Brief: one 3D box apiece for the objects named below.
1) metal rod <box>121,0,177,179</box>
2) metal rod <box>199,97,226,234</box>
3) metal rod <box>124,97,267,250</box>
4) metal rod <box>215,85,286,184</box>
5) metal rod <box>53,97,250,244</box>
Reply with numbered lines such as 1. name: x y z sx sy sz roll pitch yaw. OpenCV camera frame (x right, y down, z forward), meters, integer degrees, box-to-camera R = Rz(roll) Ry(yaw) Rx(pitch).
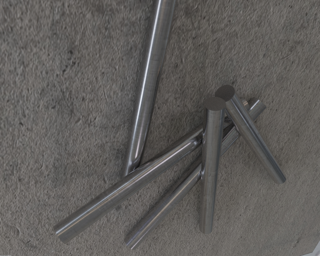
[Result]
1. metal rod: -0.014 -0.050 0.367 0.025 0.025 0.298 -2 119 -28
2. metal rod: 0.074 0.077 0.461 0.025 0.025 0.298 -22 137 -15
3. metal rod: 0.051 0.073 0.479 0.299 0.025 0.025 -48 129 6
4. metal rod: 0.152 0.027 0.480 0.025 0.025 0.300 -45 137 3
5. metal rod: 0.002 0.046 0.408 0.302 0.025 0.025 -34 130 -17
